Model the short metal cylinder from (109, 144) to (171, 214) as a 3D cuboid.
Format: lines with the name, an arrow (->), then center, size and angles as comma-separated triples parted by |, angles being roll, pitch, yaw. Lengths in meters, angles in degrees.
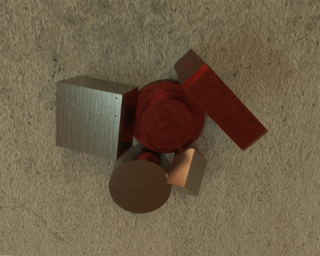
short metal cylinder -> -0.026, 0.068, 0.423 | 0.081, 0.050, 0.079 | 0, 110, -1

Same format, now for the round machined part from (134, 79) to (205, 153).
round machined part -> 0.009, -0.011, 0.399 | 0.099, 0.042, 0.097 | 0, 110, -1

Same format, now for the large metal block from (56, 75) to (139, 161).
large metal block -> -0.077, -0.014, 0.378 | 0.080, 0.050, 0.079 | 13, 111, 13

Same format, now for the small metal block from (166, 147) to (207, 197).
small metal block -> 0.037, 0.058, 0.408 | 0.025, 0.050, 0.050 | 6, 158, 30

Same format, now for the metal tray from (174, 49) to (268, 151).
metal tray -> 0.060, -0.038, 0.341 | 0.030, 0.130, 0.090 | -43, 105, 14
